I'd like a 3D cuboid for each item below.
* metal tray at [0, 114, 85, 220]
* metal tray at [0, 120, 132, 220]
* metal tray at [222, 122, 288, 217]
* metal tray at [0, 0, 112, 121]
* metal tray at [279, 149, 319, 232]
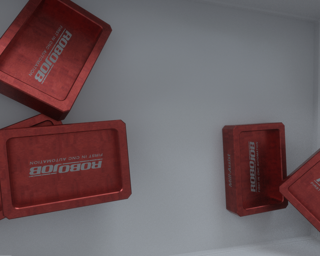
[{"bbox_3d":[-0.163,0.044,0.347,0.131,0.030,0.090,-25,99,-19],"label":"metal tray"},{"bbox_3d":[-0.101,0.040,0.338,0.131,0.030,0.089,-5,92,-21],"label":"metal tray"},{"bbox_3d":[0.143,0.058,0.462,0.091,0.030,0.129,-4,91,-20],"label":"metal tray"},{"bbox_3d":[-0.119,-0.084,0.341,0.090,0.030,0.130,29,60,-18],"label":"metal tray"},{"bbox_3d":[0.241,0.099,0.418,0.130,0.030,0.090,47,106,16],"label":"metal tray"}]
